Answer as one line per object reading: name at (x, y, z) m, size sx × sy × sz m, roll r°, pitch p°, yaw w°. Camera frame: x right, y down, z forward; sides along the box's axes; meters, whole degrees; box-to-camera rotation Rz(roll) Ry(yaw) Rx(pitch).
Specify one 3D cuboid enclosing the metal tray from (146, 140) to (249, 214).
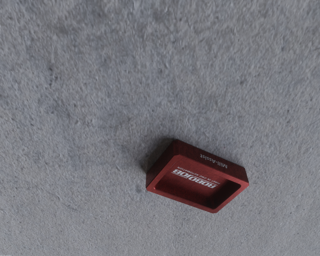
metal tray at (0.055, 0.078, 0.469) m, size 0.131 × 0.030 × 0.090 m, roll 23°, pitch 126°, yaw -19°
